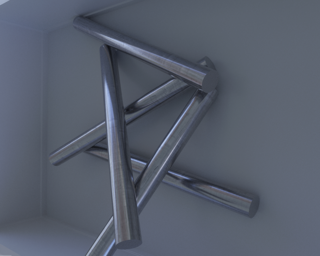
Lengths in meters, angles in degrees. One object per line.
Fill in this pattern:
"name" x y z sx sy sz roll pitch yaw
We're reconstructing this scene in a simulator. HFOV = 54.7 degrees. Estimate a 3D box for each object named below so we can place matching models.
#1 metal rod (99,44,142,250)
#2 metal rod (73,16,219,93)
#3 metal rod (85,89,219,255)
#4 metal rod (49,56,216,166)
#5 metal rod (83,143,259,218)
"metal rod" -0.055 -0.005 0.382 0.025 0.025 0.300 -42 43 32
"metal rod" -0.041 -0.112 0.419 0.300 0.025 0.025 34 111 41
"metal rod" -0.025 0.078 0.343 0.025 0.025 0.300 29 81 36
"metal rod" -0.056 -0.011 0.432 0.299 0.025 0.025 -28 72 30
"metal rod" -0.015 0.055 0.418 0.300 0.025 0.025 14 99 39
